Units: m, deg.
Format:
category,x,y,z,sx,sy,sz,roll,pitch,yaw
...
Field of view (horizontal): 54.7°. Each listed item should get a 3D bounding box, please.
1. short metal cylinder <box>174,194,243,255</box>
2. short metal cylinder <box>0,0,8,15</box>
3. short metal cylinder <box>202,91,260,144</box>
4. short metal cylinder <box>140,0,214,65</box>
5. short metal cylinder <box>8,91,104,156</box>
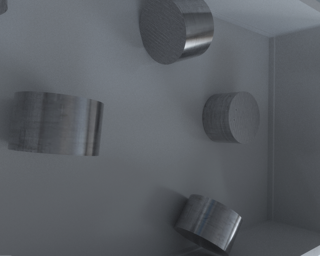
category,x,y,z,sx,sy,sz,roll,pitch,yaw
short metal cylinder,0.067,0.135,0.430,0.080,0.080,0.050,45,63,-31
short metal cylinder,-0.162,-0.122,0.235,0.081,0.080,0.050,-3,93,-40
short metal cylinder,0.113,-0.016,0.488,0.081,0.050,0.079,0,90,-40
short metal cylinder,0.020,-0.124,0.389,0.050,0.080,0.080,-24,106,-38
short metal cylinder,-0.096,-0.002,0.292,0.081,0.080,0.050,8,85,-40
